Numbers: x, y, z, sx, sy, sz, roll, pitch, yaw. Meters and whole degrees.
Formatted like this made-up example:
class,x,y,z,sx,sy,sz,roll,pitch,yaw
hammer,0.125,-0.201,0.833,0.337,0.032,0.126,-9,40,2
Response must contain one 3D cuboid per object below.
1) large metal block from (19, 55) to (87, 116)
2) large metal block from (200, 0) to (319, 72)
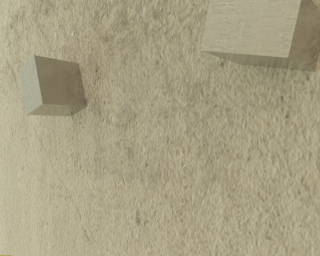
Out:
class,x,y,z,sx,sy,sz,roll,pitch,yaw
large metal block,-0.175,-0.066,0.511,0.050,0.081,0.080,-23,76,37
large metal block,0.097,-0.087,0.288,0.080,0.081,0.050,16,101,38
